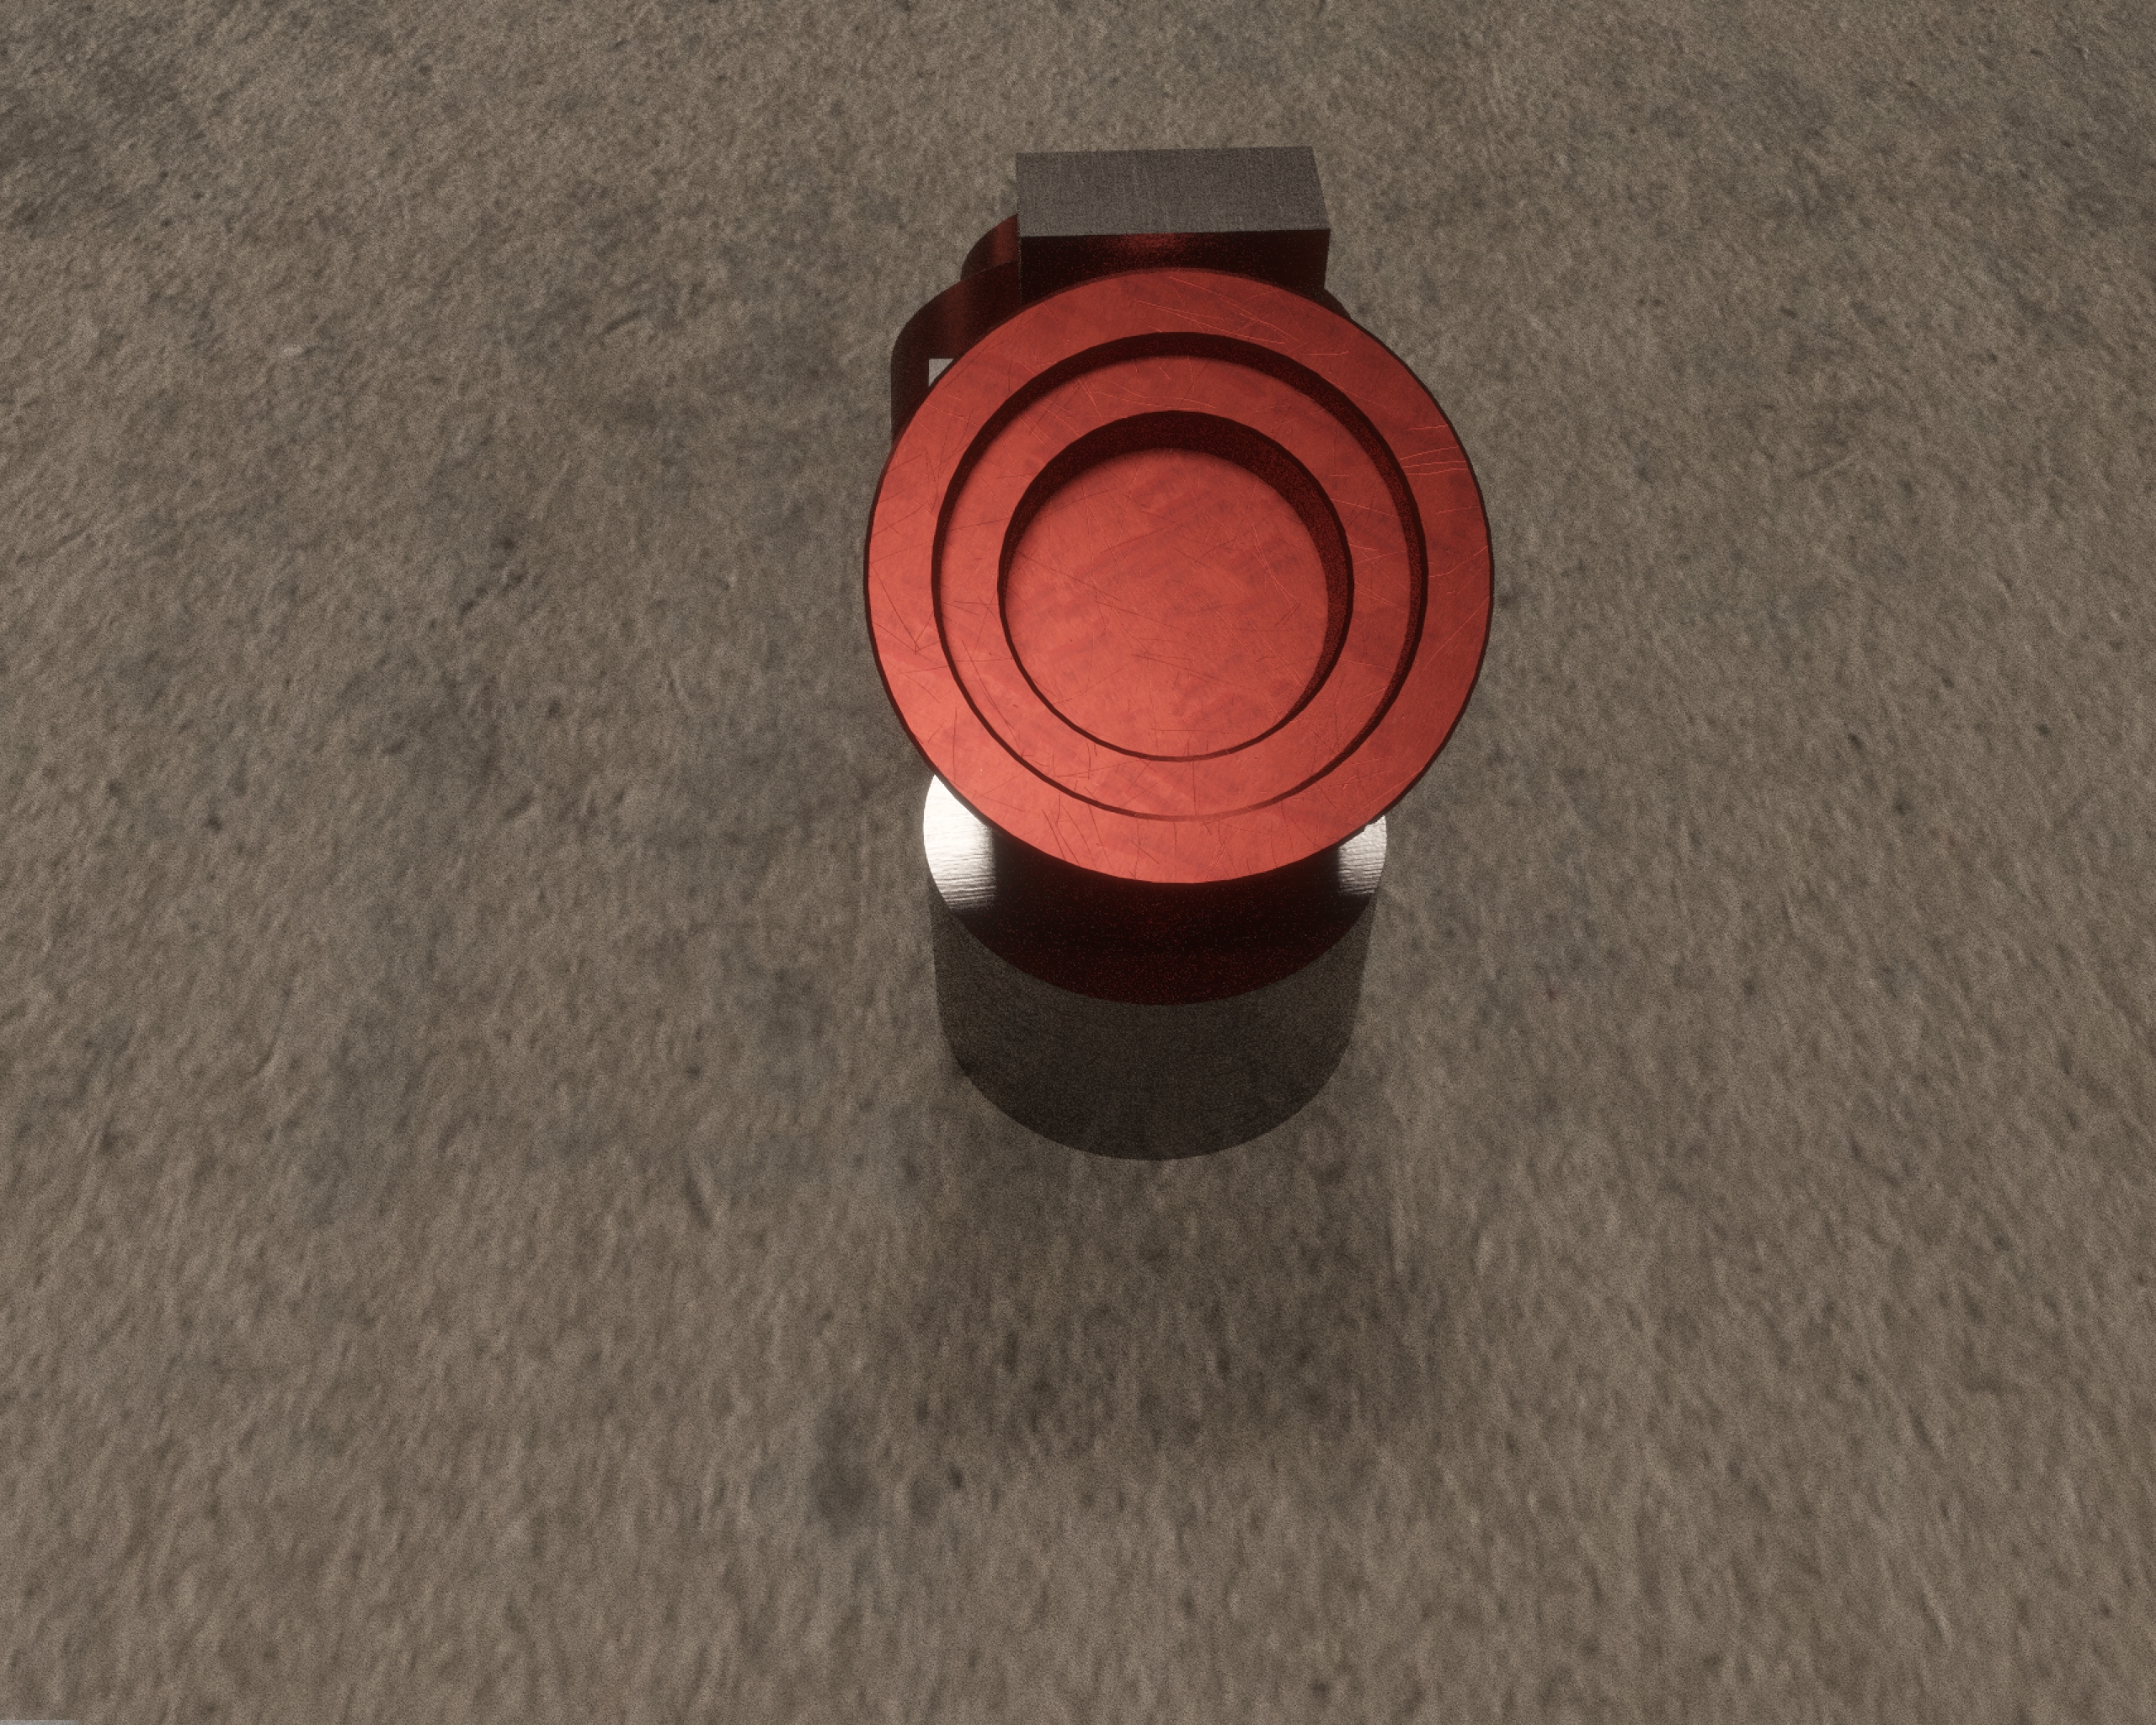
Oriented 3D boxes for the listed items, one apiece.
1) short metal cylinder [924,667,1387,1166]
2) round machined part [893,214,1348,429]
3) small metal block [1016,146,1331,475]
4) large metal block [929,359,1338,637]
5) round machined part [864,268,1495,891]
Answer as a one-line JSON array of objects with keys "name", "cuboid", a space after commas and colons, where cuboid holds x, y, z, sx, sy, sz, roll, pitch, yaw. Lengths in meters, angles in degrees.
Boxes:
[{"name": "short metal cylinder", "cuboid": [0.013, 0.008, 0.383, 0.081, 0.050, 0.080, 0, 50, 0]}, {"name": "round machined part", "cuboid": [0.010, -0.106, 0.441, 0.099, 0.098, 0.042, -2, 75, -2]}, {"name": "small metal block", "cuboid": [0.015, -0.095, 0.364, 0.050, 0.050, 0.025, -2, 50, -2]}, {"name": "large metal block", "cuboid": [0.013, -0.052, 0.412, 0.081, 0.080, 0.050, -2, 50, -2]}, {"name": "round machined part", "cuboid": [0.016, -0.044, 0.345, 0.099, 0.042, 0.097, 0, 88, -2]}]
